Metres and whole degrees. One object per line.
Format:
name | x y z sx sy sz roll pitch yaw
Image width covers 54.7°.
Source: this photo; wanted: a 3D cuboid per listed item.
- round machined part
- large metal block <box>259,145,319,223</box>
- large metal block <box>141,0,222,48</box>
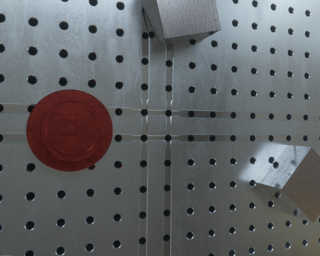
round machined part | -0.104 0.003 0.365 0.099 0.042 0.097 0 90 -20
large metal block | 0.216 0.084 0.479 0.080 0.050 0.080 45 76 -15
large metal block | 0.026 -0.157 0.408 0.081 0.050 0.080 -15 95 -19
